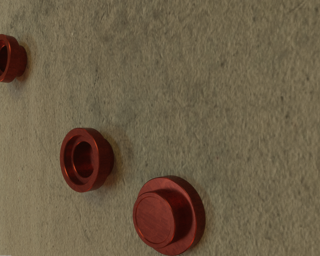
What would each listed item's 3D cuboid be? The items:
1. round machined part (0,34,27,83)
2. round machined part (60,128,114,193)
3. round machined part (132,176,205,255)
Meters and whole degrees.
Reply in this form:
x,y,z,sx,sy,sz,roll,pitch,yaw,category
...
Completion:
x,y,z,sx,sy,sz,roll,pitch,yaw,category
-0.316,-0.143,0.650,0.098,0.042,0.097,0,90,39,round machined part
-0.110,0.048,0.482,0.098,0.042,0.097,0,90,39,round machined part
0.004,0.111,0.389,0.098,0.042,0.097,0,90,39,round machined part
